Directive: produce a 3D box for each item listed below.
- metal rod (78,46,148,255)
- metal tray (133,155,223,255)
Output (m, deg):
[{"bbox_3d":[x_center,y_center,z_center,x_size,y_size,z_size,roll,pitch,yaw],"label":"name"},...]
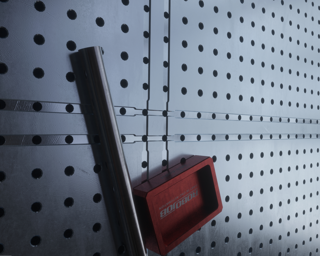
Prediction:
[{"bbox_3d":[-0.049,0.056,0.369,0.025,0.025,0.298,-19,102,-39],"label":"metal rod"},{"bbox_3d":[0.029,0.102,0.432,0.131,0.030,0.089,-23,105,-38],"label":"metal tray"}]
